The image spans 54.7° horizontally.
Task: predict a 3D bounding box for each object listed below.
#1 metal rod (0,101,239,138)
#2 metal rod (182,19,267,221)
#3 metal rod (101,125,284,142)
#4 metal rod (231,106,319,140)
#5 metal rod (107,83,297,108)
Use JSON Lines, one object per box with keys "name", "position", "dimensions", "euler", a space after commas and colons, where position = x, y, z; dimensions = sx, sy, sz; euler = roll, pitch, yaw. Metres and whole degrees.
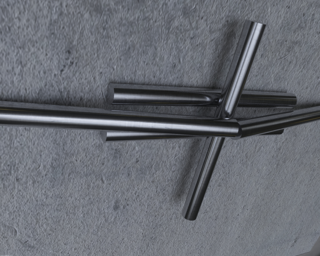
{"name": "metal rod", "position": [-0.048, -0.008, 0.345], "dimensions": [0.302, 0.025, 0.025], "euler": [3, 117, -20]}
{"name": "metal rod", "position": [0.079, 0.006, 0.425], "dimensions": [0.025, 0.025, 0.298], "euler": [0, 119, -29]}
{"name": "metal rod", "position": [0.065, 0.002, 0.446], "dimensions": [0.303, 0.025, 0.025], "euler": [-1, 119, -28]}
{"name": "metal rod", "position": [0.217, -0.016, 0.487], "dimensions": [0.303, 0.025, 0.025], "euler": [-9, 123, -36]}
{"name": "metal rod", "position": [0.076, -0.041, 0.426], "dimensions": [0.303, 0.025, 0.025], "euler": [-1, 119, -28]}
